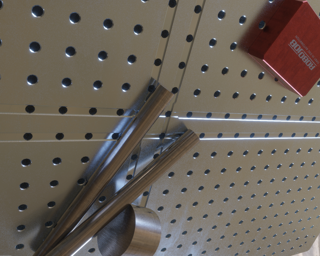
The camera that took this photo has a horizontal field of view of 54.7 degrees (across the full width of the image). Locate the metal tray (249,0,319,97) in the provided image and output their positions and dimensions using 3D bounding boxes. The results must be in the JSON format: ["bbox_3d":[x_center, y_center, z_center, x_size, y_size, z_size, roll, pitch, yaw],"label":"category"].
[{"bbox_3d":[0.199,-0.112,0.450,0.131,0.030,0.090,26,104,-38],"label":"metal tray"}]

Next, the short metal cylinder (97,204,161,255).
[{"bbox_3d":[-0.045,0.150,0.446,0.050,0.080,0.080,31,101,-38],"label":"short metal cylinder"}]

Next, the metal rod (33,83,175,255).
[{"bbox_3d":[-0.080,0.069,0.411,0.025,0.025,0.299,30,102,-38],"label":"metal rod"}]

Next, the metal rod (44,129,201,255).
[{"bbox_3d":[-0.063,0.107,0.423,0.301,0.025,0.025,-41,130,-9],"label":"metal rod"}]
